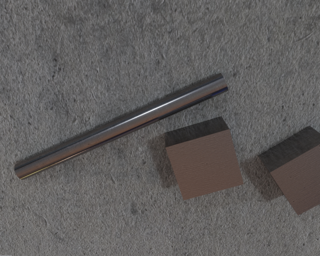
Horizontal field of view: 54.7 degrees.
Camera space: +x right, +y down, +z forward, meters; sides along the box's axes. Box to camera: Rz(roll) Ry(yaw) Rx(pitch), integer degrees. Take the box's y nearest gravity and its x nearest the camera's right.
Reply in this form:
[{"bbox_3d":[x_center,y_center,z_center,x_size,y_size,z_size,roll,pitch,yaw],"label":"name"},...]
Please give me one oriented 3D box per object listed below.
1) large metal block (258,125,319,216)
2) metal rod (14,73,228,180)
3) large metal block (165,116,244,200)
[{"bbox_3d":[0.195,0.057,0.420,0.080,0.050,0.080,-33,107,11],"label":"large metal block"},{"bbox_3d":[-0.056,0.001,0.409,0.301,0.025,0.025,-23,109,8],"label":"metal rod"},{"bbox_3d":[0.057,0.039,0.412,0.080,0.050,0.080,-17,110,5],"label":"large metal block"}]
